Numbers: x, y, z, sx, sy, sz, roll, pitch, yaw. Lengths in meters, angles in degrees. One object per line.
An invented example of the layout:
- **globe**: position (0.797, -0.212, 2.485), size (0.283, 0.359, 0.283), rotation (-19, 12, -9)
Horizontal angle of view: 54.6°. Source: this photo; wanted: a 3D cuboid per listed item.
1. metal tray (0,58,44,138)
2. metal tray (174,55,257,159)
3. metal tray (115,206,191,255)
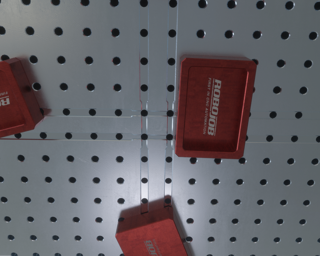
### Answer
- **metal tray**: position (-0.231, -0.029, 0.398), size (0.131, 0.030, 0.090), rotation (-14, 110, 5)
- **metal tray**: position (0.068, -0.025, 0.401), size (0.090, 0.030, 0.129), rotation (2, 110, -1)
- **metal tray**: position (-0.003, 0.193, 0.482), size (0.090, 0.030, 0.129), rotation (-18, 109, 6)
